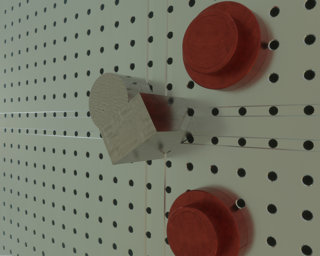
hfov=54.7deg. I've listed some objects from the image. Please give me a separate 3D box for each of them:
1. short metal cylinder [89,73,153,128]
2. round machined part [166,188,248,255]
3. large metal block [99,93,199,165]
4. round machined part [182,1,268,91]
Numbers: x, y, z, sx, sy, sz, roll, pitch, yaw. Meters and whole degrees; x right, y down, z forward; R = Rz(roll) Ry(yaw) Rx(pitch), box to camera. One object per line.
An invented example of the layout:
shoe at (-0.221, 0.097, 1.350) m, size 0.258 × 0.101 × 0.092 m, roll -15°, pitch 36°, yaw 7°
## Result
short metal cylinder at (-0.055, -0.035, 0.439) m, size 0.080 × 0.050 × 0.080 m, roll 0°, pitch 90°, yaw 39°
round machined part at (0.047, 0.121, 0.360) m, size 0.098 × 0.042 × 0.097 m, roll 0°, pitch 90°, yaw 40°
large metal block at (-0.014, 0.002, 0.385) m, size 0.080 × 0.081 × 0.050 m, roll -37°, pitch 67°, yaw 34°
round machined part at (0.064, -0.092, 0.345) m, size 0.098 × 0.042 × 0.097 m, roll 0°, pitch 90°, yaw 40°
